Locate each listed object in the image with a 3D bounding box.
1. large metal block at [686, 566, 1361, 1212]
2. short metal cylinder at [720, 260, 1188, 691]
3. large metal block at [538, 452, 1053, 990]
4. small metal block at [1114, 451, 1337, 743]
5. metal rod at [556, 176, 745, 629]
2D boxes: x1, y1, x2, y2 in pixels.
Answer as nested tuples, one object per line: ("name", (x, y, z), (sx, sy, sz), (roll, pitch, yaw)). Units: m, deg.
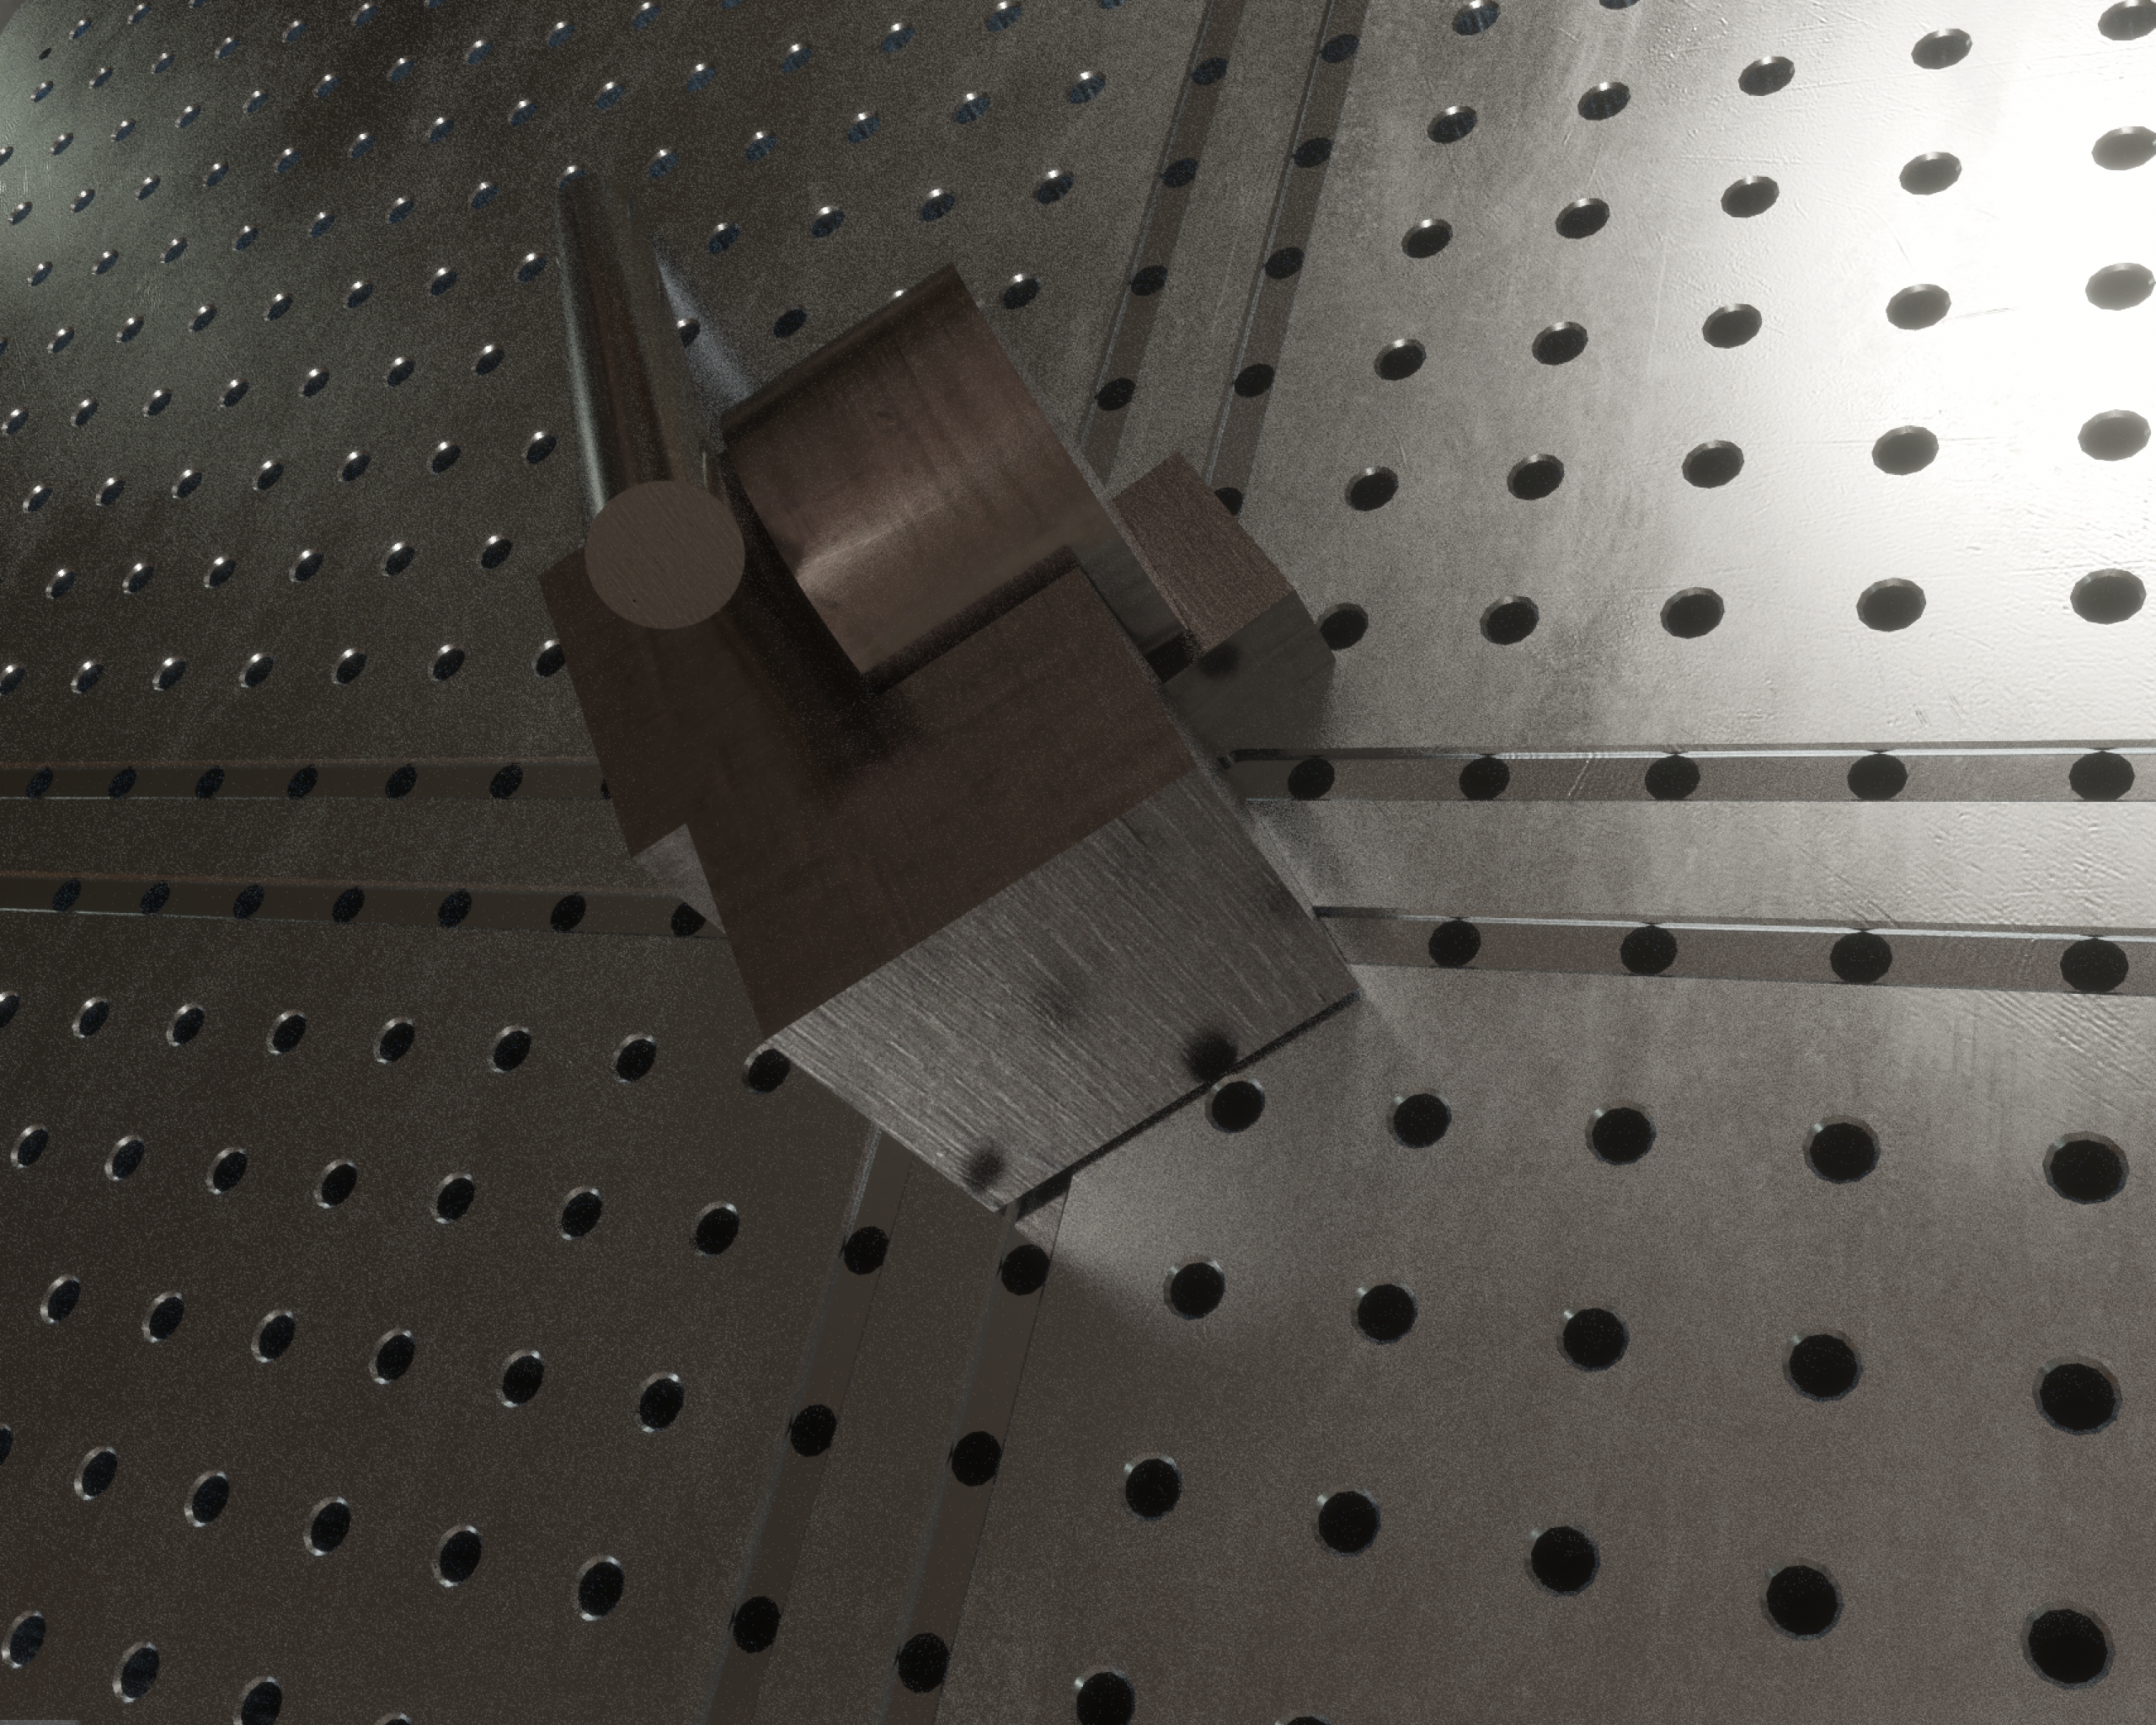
("large metal block", (-0.008, 0.008, 0.369), (0.080, 0.080, 0.050), (-33, 52, 7))
("short metal cylinder", (-0.022, -0.064, 0.389), (0.050, 0.080, 0.080), (-32, 52, 7))
("large metal block", (-0.054, -0.023, 0.415), (0.050, 0.080, 0.080), (-33, 52, 7))
("small metal block", (0.016, -0.049, 0.429), (0.050, 0.025, 0.050), (-36, 51, 4))
("metal rod", (-0.101, -0.116, 0.463), (0.025, 0.025, 0.300), (-35, 30, 4))
